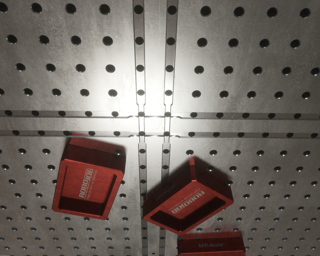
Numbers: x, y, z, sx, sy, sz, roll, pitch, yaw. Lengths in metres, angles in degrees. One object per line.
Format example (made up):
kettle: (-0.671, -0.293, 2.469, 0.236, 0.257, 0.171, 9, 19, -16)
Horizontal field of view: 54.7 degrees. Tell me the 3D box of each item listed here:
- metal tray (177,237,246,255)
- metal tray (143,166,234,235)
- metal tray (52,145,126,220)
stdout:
metal tray: (0.103, 0.263, 0.634, 0.131, 0.030, 0.089, -4, 130, 2)
metal tray: (0.044, 0.125, 0.515, 0.090, 0.030, 0.129, 31, 123, -25)
metal tray: (-0.113, 0.089, 0.482, 0.091, 0.030, 0.129, 14, 129, -12)
